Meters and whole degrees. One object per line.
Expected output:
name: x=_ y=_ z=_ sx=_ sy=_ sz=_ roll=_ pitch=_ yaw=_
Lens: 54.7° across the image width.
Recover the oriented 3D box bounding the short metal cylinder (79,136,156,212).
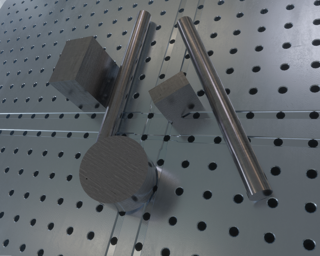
short metal cylinder: x=-0.048 y=0.055 z=0.371 sx=0.080 sy=0.050 sz=0.080 roll=-4 pitch=64 yaw=9

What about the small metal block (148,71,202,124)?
small metal block: x=0.021 y=-0.039 z=0.405 sx=0.050 sy=0.050 sz=0.025 roll=-31 pitch=52 yaw=9

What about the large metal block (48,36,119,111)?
large metal block: x=-0.113 y=-0.082 z=0.483 sx=0.050 sy=0.080 sz=0.080 roll=-1 pitch=61 yaw=28

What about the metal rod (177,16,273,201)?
metal rod: x=0.070 y=-0.049 z=0.401 sx=0.025 sy=0.025 sz=0.299 roll=-25 pitch=53 yaw=13

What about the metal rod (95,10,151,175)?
metal rod: x=-0.058 y=-0.065 z=0.478 sx=0.025 sy=0.025 sz=0.300 roll=-1 pitch=61 yaw=27
